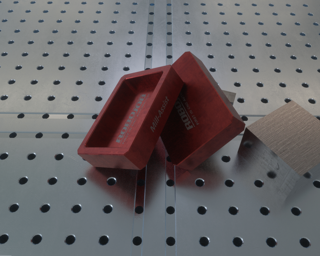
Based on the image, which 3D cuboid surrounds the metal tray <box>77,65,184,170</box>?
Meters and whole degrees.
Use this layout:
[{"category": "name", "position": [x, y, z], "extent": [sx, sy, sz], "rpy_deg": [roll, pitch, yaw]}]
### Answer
[{"category": "metal tray", "position": [-0.034, -0.014, 0.375], "extent": [0.090, 0.030, 0.130], "rpy_deg": [-3, 51, 41]}]

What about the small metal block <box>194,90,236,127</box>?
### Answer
[{"category": "small metal block", "position": [0.069, -0.025, 0.410], "extent": [0.050, 0.050, 0.025], "rpy_deg": [15, 38, 12]}]

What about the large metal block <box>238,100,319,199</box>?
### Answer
[{"category": "large metal block", "position": [0.156, 0.023, 0.373], "extent": [0.081, 0.050, 0.080], "rpy_deg": [-27, 55, -21]}]

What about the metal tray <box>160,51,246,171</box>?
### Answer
[{"category": "metal tray", "position": [0.036, -0.024, 0.390], "extent": [0.090, 0.030, 0.130], "rpy_deg": [-42, 50, 21]}]
